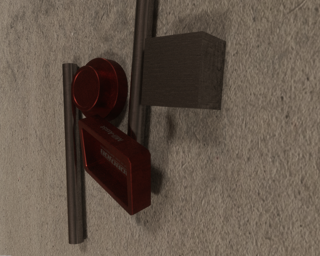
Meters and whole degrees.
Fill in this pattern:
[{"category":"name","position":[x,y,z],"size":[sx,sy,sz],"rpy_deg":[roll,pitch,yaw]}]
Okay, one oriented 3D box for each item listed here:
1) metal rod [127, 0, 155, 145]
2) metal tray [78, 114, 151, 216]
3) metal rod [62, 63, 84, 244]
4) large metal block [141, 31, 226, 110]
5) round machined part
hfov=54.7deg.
[{"category":"metal rod","position":[-0.025,-0.102,0.423],"size":[0.025,0.025,0.298],"rpy_deg":[7,95,39]},{"category":"metal tray","position":[-0.064,0.046,0.422],"size":[0.130,0.030,0.089],"rpy_deg":[31,131,42]},{"category":"metal rod","position":[-0.147,0.041,0.522],"size":[0.025,0.025,0.298],"rpy_deg":[-5,87,39]},{"category":"large metal block","position":[0.027,-0.064,0.365],"size":[0.080,0.050,0.079],"rpy_deg":[6,94,39]},{"category":"round machined part","position":[-0.098,-0.058,0.472],"size":[0.098,0.042,0.097],"rpy_deg":[0,90,39]}]
